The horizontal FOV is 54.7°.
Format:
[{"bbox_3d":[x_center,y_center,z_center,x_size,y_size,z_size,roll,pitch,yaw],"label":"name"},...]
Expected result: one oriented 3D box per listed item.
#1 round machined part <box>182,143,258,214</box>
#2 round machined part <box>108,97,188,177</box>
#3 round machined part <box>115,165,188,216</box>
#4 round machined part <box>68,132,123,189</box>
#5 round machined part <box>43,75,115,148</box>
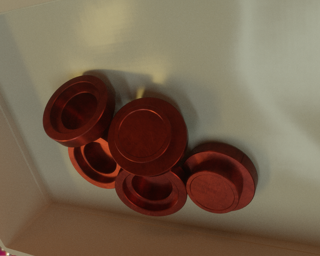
[{"bbox_3d":[0.073,0.071,0.400,0.098,0.042,0.097,13,124,20],"label":"round machined part"},{"bbox_3d":[-0.017,0.009,0.373,0.098,0.042,0.097,-2,79,10],"label":"round machined part"},{"bbox_3d":[-0.009,0.074,0.429,0.099,0.042,0.097,6,125,8],"label":"round machined part"},{"bbox_3d":[-0.083,0.039,0.461,0.098,0.042,0.097,13,124,20],"label":"round machined part"},{"bbox_3d":[-0.102,-0.019,0.413,0.098,0.098,0.042,3,155,26],"label":"round machined part"}]
